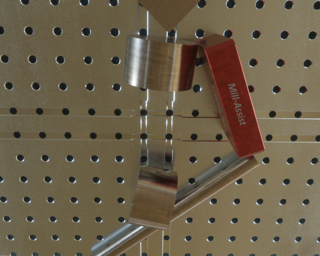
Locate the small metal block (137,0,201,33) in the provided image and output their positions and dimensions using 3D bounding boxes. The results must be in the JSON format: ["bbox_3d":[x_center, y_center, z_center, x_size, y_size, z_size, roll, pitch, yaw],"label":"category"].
[{"bbox_3d":[0.010,-0.147,0.359,0.050,0.025,0.050,43,104,-14],"label":"small metal block"}]

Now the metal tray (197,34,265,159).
[{"bbox_3d":[0.081,-0.040,0.364,0.030,0.090,0.129,-19,109,7],"label":"metal tray"}]

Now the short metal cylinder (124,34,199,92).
[{"bbox_3d":[0.000,-0.076,0.356,0.081,0.080,0.050,6,110,-3],"label":"short metal cylinder"}]

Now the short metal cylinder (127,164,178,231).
[{"bbox_3d":[-0.011,0.093,0.418,0.050,0.080,0.079,13,110,-5],"label":"short metal cylinder"}]

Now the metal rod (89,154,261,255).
[{"bbox_3d":[0.013,0.128,0.460,0.300,0.025,0.025,-36,106,12],"label":"metal rod"}]
